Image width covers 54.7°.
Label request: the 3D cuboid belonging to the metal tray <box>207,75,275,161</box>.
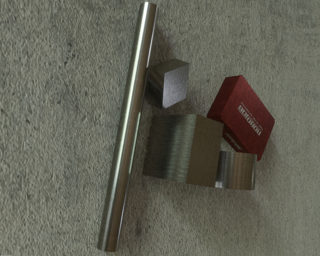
[{"bbox_3d":[0.140,-0.014,0.522,0.130,0.030,0.090,43,64,-32],"label":"metal tray"}]

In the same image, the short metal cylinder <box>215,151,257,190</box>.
[{"bbox_3d":[0.099,0.060,0.455,0.081,0.080,0.050,9,84,-40],"label":"short metal cylinder"}]

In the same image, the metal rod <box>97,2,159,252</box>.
[{"bbox_3d":[-0.037,-0.007,0.375,0.025,0.025,0.298,15,80,-39],"label":"metal rod"}]

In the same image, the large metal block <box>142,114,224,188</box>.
[{"bbox_3d":[0.028,0.028,0.395,0.050,0.080,0.080,17,80,-39],"label":"large metal block"}]

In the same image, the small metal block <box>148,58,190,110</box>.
[{"bbox_3d":[0.011,-0.058,0.401,0.050,0.025,0.050,-29,135,-41],"label":"small metal block"}]
